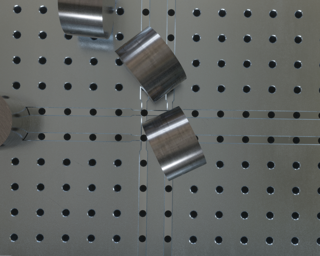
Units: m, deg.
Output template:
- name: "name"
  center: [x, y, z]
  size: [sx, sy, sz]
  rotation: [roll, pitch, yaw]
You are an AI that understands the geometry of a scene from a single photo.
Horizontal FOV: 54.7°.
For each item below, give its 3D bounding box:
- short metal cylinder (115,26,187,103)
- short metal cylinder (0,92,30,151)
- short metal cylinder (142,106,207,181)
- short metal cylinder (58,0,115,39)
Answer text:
- name: "short metal cylinder"
  center: [-0.011, -0.078, 0.386]
  size: [0.050, 0.080, 0.080]
  rotation: [-38, 90, 0]
- name: "short metal cylinder"
  center: [-0.219, -0.009, 0.399]
  size: [0.081, 0.050, 0.079]
  rotation: [0, 90, 0]
- name: "short metal cylinder"
  center: [0.017, 0.019, 0.386]
  size: [0.050, 0.080, 0.080]
  rotation: [-25, 90, 0]
- name: "short metal cylinder"
  center: [-0.088, -0.154, 0.385]
  size: [0.050, 0.080, 0.080]
  rotation: [6, 90, 0]
